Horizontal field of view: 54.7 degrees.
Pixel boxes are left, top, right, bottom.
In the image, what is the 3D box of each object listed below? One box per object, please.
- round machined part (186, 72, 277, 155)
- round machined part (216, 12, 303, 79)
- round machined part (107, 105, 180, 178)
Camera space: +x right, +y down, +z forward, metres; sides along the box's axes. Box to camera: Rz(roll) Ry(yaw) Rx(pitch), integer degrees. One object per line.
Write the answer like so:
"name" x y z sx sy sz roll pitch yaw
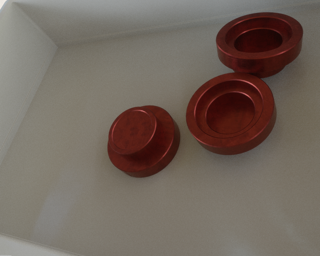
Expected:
"round machined part" 0.083 -0.013 0.359 0.098 0.042 0.098 -13 56 21
"round machined part" 0.121 -0.098 0.381 0.098 0.042 0.098 -9 46 10
"round machined part" -0.027 0.011 0.402 0.098 0.042 0.098 -13 56 21
